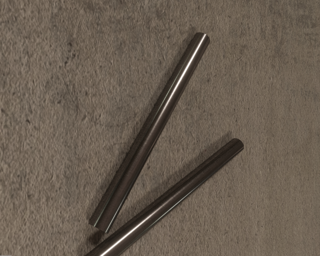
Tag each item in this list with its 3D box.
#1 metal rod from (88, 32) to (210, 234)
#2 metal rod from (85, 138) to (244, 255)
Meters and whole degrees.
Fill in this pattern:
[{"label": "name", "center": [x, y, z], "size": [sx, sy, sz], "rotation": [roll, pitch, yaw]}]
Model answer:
[{"label": "metal rod", "center": [-0.003, -0.010, 0.403], "size": [0.025, 0.025, 0.300], "rotation": [43, 64, -32]}, {"label": "metal rod", "center": [0.024, 0.091, 0.427], "size": [0.302, 0.025, 0.025], "rotation": [-31, 110, -36]}]
